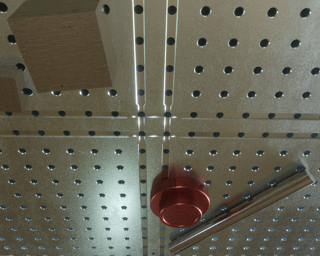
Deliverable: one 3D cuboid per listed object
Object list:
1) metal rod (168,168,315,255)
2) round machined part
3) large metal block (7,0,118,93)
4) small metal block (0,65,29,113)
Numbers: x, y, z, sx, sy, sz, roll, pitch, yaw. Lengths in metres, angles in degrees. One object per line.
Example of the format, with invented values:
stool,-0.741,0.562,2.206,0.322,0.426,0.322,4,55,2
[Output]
metal rod,0.129,0.156,0.546,0.025,0.025,0.299,36,121,-27
round machined part,0.033,0.128,0.511,0.099,0.042,0.097,0,130,0
large metal block,-0.094,-0.086,0.320,0.080,0.050,0.080,-4,130,3
small metal block,-0.190,-0.047,0.369,0.050,0.025,0.050,5,130,-5
